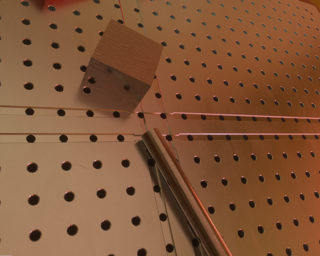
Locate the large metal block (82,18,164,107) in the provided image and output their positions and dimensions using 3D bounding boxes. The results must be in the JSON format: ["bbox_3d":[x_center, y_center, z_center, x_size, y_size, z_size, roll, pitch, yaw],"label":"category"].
[{"bbox_3d":[-0.049,-0.088,0.421,0.080,0.050,0.080,25,53,-14],"label":"large metal block"}]

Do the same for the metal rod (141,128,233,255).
[{"bbox_3d":[0.060,0.131,0.362,0.025,0.025,0.299,-20,73,-36],"label":"metal rod"}]
